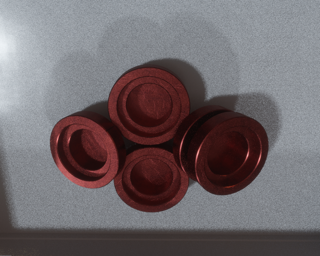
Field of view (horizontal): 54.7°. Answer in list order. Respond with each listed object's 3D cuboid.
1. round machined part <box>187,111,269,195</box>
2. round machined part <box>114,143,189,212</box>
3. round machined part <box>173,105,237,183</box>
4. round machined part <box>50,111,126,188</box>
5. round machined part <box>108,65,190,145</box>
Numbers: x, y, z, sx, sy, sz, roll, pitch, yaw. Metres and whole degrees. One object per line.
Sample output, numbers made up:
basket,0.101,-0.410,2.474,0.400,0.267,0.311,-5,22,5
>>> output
round machined part,0.076,0.027,0.370,0.099,0.042,0.097,-8,112,-21
round machined part,-0.011,0.062,0.422,0.099,0.042,0.097,0,110,0
round machined part,0.061,0.017,0.396,0.099,0.042,0.097,-8,111,-21
round machined part,-0.087,0.024,0.398,0.098,0.042,0.097,7,111,19
round machined part,-0.013,-0.031,0.388,0.099,0.042,0.097,0,110,0
